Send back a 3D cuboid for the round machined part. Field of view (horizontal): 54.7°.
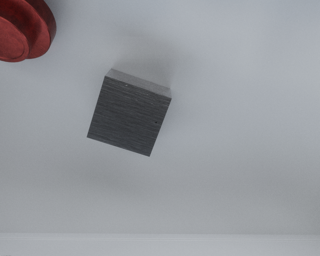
[{"bbox_3d":[-0.168,-0.109,0.333,0.099,0.042,0.098,6,147,4],"label":"round machined part"}]

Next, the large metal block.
[{"bbox_3d":[-0.038,-0.020,0.390,0.080,0.050,0.079,18,109,-7],"label":"large metal block"}]
